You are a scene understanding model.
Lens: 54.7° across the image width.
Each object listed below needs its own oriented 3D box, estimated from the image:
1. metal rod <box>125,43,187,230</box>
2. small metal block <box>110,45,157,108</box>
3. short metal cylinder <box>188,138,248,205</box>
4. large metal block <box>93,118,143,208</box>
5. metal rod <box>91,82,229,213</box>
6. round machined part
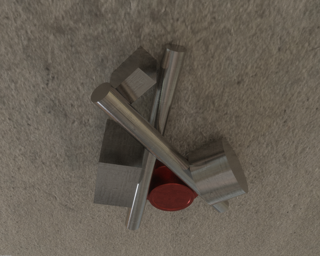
[{"bbox_3d":[-0.014,0.034,0.417,0.025,0.025,0.298,9,124,-8],"label":"metal rod"},{"bbox_3d":[-0.030,-0.056,0.344,0.050,0.050,0.025,-37,121,27],"label":"small metal block"},{"bbox_3d":[0.080,0.059,0.425,0.050,0.080,0.080,-26,126,20],"label":"short metal cylinder"},{"bbox_3d":[-0.054,0.046,0.412,0.050,0.080,0.079,9,130,-8],"label":"large metal block"},{"bbox_3d":[0.021,0.045,0.402,0.025,0.025,0.300,-26,135,20],"label":"metal rod"},{"bbox_3d":[0.017,0.092,0.477,0.099,0.042,0.097,-1,130,0],"label":"round machined part"}]
